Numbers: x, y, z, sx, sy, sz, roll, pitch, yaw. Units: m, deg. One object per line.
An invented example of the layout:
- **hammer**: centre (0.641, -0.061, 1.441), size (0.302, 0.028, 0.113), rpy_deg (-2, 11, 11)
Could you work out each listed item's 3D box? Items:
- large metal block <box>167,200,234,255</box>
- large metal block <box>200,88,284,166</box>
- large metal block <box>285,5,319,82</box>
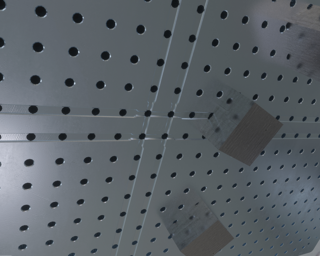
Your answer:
- **large metal block**: centre (0.073, 0.188, 0.550), size (0.080, 0.050, 0.080), rpy_deg (-39, 129, -2)
- **large metal block**: centre (0.121, 0.001, 0.460), size (0.080, 0.050, 0.080), rpy_deg (27, 104, -37)
- **large metal block**: centre (0.226, -0.114, 0.427), size (0.050, 0.080, 0.080), rpy_deg (-32, 129, -8)
